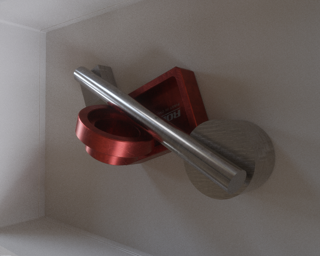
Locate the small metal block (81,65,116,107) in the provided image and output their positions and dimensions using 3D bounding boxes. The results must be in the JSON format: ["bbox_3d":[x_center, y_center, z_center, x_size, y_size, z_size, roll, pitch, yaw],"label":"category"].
[{"bbox_3d":[-0.095,-0.063,0.481,0.050,0.025,0.050,-28,73,36],"label":"small metal block"}]

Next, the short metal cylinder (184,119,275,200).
[{"bbox_3d":[0.072,0.031,0.328,0.080,0.050,0.079,0,90,39],"label":"short metal cylinder"}]

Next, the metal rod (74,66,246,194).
[{"bbox_3d":[-0.025,-0.017,0.371,0.300,0.025,0.025,35,111,41],"label":"metal rod"}]

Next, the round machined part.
[{"bbox_3d":[-0.055,0.011,0.383,0.098,0.099,0.042,34,119,34],"label":"round machined part"}]

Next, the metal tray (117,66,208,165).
[{"bbox_3d":[-0.005,-0.011,0.403,0.130,0.030,0.090,-24,75,37],"label":"metal tray"}]
